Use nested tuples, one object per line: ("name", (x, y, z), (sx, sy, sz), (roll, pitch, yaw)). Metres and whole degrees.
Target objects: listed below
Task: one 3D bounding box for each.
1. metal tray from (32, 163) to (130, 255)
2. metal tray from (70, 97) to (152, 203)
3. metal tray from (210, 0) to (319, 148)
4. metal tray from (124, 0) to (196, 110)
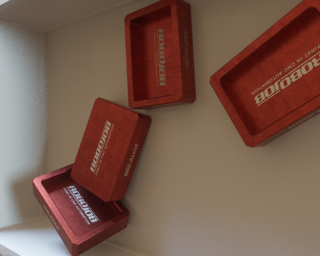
("metal tray", (-0.118, 0.111, 0.458), (0.130, 0.091, 0.030), (42, 136, 32))
("metal tray", (-0.074, 0.030, 0.450), (0.090, 0.030, 0.129), (23, 96, 35))
("metal tray", (0.122, -0.050, 0.302), (0.130, 0.030, 0.090), (-39, 67, 33))
("metal tray", (-0.002, -0.093, 0.405), (0.090, 0.030, 0.129), (-5, 87, 40))
